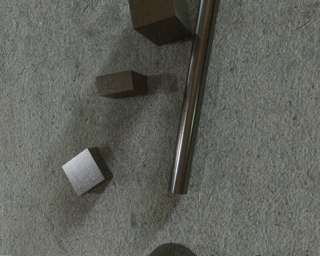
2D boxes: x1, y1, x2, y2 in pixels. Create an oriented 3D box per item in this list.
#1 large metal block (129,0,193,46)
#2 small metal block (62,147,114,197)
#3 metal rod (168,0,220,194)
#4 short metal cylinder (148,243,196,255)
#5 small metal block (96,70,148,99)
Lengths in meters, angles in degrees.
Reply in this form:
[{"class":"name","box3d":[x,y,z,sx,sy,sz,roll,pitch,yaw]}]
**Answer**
[{"class":"large metal block","box3d":[0.000,-0.155,0.379,0.050,0.080,0.080,-11,86,19]},{"class":"small metal block","box3d":[-0.104,0.062,0.444,0.050,0.025,0.050,-35,79,16]},{"class":"metal rod","box3d":[0.047,-0.065,0.391,0.025,0.025,0.298,10,93,19]},{"class":"short metal cylinder","box3d":[0.011,0.194,0.391,0.080,0.050,0.079,0,90,19]},{"class":"small metal block","box3d":[-0.049,-0.057,0.412,0.050,0.050,0.025,-7,88,19]}]
